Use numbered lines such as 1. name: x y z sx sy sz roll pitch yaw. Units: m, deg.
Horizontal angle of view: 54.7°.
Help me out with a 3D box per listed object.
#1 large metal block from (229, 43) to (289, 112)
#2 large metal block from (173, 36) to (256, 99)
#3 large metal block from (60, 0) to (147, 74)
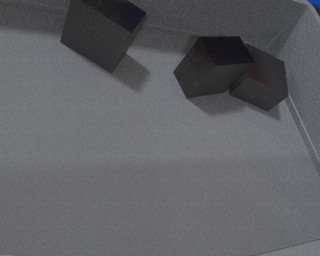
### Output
1. large metal block: 0.167 -0.086 0.532 0.080 0.050 0.080 21 54 -16
2. large metal block: 0.080 -0.092 0.469 0.081 0.080 0.050 -12 68 -33
3. large metal block: -0.076 -0.133 0.410 0.080 0.080 0.050 31 52 -9
